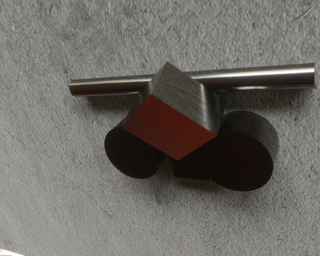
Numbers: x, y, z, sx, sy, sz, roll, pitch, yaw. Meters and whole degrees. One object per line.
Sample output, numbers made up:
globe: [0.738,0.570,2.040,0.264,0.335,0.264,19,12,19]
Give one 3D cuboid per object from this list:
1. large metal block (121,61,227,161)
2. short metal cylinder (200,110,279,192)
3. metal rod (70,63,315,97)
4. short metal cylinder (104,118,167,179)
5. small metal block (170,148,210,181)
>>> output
large metal block: [0.014,-0.015,0.352,0.080,0.050,0.080,31,144,-13]
short metal cylinder: [0.093,0.026,0.359,0.080,0.050,0.079,13,124,21]
metal rod: [0.015,-0.053,0.367,0.300,0.025,0.025,1,119,27]
short metal cylinder: [-0.027,0.022,0.419,0.080,0.050,0.079,13,124,21]
small metal block: [0.042,0.040,0.412,0.050,0.025,0.050,2,120,27]
